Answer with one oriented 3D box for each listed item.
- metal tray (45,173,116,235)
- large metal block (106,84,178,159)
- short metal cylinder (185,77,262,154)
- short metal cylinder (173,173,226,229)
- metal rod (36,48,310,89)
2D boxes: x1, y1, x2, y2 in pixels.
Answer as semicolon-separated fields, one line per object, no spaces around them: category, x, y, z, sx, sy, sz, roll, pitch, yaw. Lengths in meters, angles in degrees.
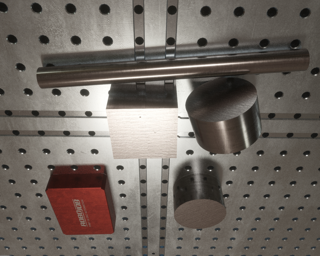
metal tray;-0.127;0.130;0.518;0.091;0.030;0.129;-1;130;0
large metal block;-0.020;-0.007;0.389;0.081;0.050;0.079;-1;130;0
short metal cylinder;0.075;-0.016;0.364;0.080;0.080;0.050;-14;129;11
short metal cylinder;0.062;0.118;0.497;0.081;0.050;0.079;-1;130;0
metal rod;0.013;-0.067;0.354;0.302;0.025;0.025;-4;130;2
